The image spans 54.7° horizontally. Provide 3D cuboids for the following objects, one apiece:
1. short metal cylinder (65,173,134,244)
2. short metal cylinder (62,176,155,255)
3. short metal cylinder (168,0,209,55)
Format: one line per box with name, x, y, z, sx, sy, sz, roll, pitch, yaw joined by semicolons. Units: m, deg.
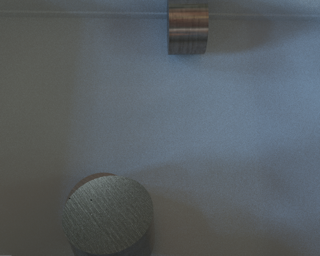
short metal cylinder;-0.064;0.096;0.361;0.081;0.050;0.080;0;70;0
short metal cylinder;-0.046;0.092;0.292;0.080;0.050;0.080;-1;42;1
short metal cylinder;0.036;-0.143;0.433;0.050;0.080;0.080;-1;70;-1
